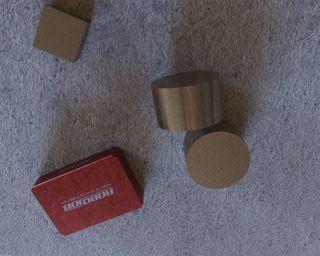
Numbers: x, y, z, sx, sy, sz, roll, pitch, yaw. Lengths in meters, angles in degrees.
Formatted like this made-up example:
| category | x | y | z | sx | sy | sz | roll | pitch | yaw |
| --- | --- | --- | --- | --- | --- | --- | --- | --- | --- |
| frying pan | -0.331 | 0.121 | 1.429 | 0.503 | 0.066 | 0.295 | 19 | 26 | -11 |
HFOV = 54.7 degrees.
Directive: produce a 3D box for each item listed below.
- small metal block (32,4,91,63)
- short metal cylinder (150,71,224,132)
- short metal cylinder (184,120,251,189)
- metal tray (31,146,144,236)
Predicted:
| category | x | y | z | sx | sy | sz | roll | pitch | yaw |
| --- | --- | --- | --- | --- | --- | --- | --- | --- | --- |
| small metal block | -0.116 | -0.112 | 0.368 | 0.050 | 0.025 | 0.050 | 22 | 109 | -8 |
| short metal cylinder | 0.033 | -0.034 | 0.368 | 0.080 | 0.080 | 0.050 | -9 | 110 | 3 |
| short metal cylinder | 0.073 | 0.033 | 0.409 | 0.081 | 0.050 | 0.079 | 0 | 110 | 0 |
| metal tray | -0.100 | 0.091 | 0.440 | 0.130 | 0.030 | 0.090 | -22 | 109 | 7 |
